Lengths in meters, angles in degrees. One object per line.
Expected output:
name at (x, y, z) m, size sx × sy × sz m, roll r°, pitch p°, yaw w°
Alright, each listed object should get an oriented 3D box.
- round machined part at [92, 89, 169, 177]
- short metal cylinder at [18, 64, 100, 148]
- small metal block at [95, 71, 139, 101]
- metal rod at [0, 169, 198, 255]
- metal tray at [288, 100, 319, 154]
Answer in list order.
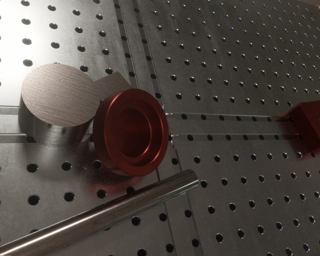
round machined part at (-0.038, 0.006, 0.357) m, size 0.099 × 0.042 × 0.097 m, roll 7°, pitch 81°, yaw -47°
short metal cylinder at (-0.113, -0.025, 0.347) m, size 0.081 × 0.050 × 0.080 m, roll 14°, pitch 56°, yaw -21°
small metal block at (-0.061, -0.040, 0.401) m, size 0.050 × 0.025 × 0.050 m, roll -34°, pitch 81°, yaw -38°
metal rod at (-0.080, 0.098, 0.306) m, size 0.303 × 0.025 × 0.025 m, roll -16°, pitch 70°, yaw -35°
metal tray at (0.311, -0.007, 0.580) m, size 0.131 × 0.030 × 0.090 m, roll -8°, pitch 66°, yaw -32°
